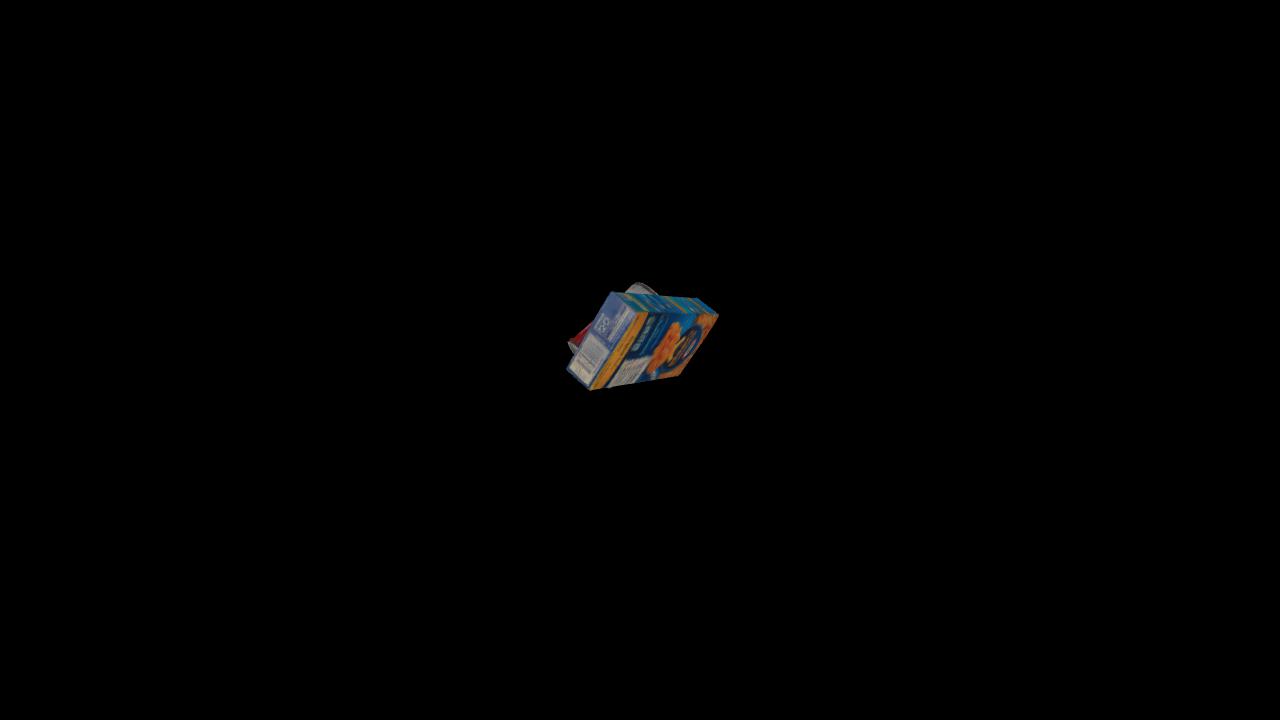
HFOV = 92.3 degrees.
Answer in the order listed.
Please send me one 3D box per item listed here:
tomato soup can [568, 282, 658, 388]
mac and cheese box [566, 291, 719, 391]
[{"bbox_3d":[-0.018,-0.028,0.662,0.101,0.068,0.068,-43,11,-12],"label":"tomato soup can"},{"bbox_3d":[0.009,-0.021,0.638,0.041,0.093,0.184,40,22,23],"label":"mac and cheese box"}]
